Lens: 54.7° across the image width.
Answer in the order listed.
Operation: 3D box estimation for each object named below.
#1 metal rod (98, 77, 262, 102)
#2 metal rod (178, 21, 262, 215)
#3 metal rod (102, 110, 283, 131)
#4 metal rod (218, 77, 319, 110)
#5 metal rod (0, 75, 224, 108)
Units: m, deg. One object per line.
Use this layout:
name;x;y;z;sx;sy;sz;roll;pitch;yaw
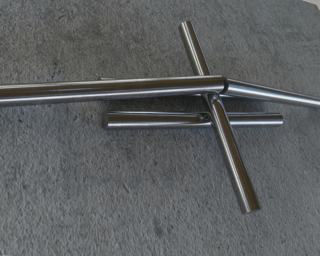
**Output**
metal rod;0.054;-0.055;0.469;0.303;0.025;0.025;-1;62;-29
metal rod;0.076;-0.030;0.435;0.025;0.025;0.299;0;62;-29
metal rod;0.065;-0.011;0.449;0.303;0.025;0.025;-1;62;-29
metal rod;0.202;-0.053;0.517;0.302;0.025;0.025;2;60;-39
metal rod;-0.060;-0.046;0.370;0.303;0.025;0.025;-6;65;-21
